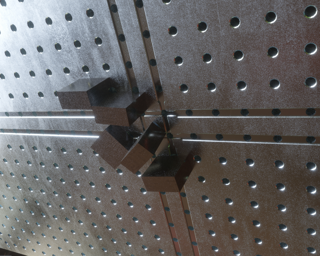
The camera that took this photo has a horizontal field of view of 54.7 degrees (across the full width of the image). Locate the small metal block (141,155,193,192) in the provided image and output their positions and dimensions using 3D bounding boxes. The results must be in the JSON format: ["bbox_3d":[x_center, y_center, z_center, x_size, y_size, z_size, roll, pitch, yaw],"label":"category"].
[{"bbox_3d":[0.011,0.062,0.427,0.050,0.050,0.025,-5,116,30],"label":"small metal block"}]

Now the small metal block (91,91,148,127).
[{"bbox_3d":[-0.052,-0.027,0.404,0.050,0.050,0.025,5,121,25],"label":"small metal block"}]

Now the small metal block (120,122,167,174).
[{"bbox_3d":[-0.022,0.027,0.421,0.025,0.050,0.050,38,129,-5],"label":"small metal block"}]

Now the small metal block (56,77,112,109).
[{"bbox_3d":[-0.100,-0.047,0.417,0.050,0.050,0.025,2,119,27],"label":"small metal block"}]

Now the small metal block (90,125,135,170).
[{"bbox_3d":[-0.068,0.026,0.461,0.050,0.025,0.050,43,129,-2],"label":"small metal block"}]
